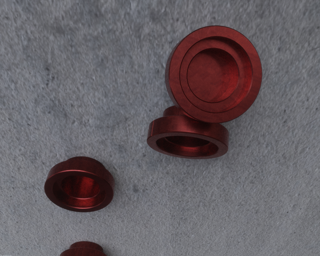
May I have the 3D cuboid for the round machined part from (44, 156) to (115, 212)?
[{"bbox_3d":[-0.117,0.080,0.463,0.099,0.042,0.097,-1,130,0],"label":"round machined part"}]

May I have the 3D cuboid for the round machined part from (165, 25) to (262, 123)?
[{"bbox_3d":[0.053,-0.055,0.330,0.099,0.042,0.097,-1,96,-10],"label":"round machined part"}]

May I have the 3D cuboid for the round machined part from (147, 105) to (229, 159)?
[{"bbox_3d":[0.035,0.004,0.383,0.099,0.042,0.098,7,159,3],"label":"round machined part"}]

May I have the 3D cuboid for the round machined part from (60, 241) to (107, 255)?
[{"bbox_3d":[-0.150,0.262,0.617,0.099,0.042,0.097,-1,130,0],"label":"round machined part"}]
